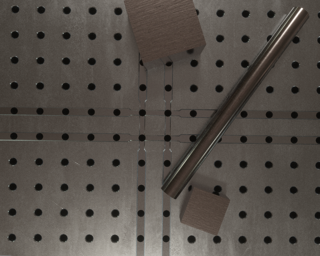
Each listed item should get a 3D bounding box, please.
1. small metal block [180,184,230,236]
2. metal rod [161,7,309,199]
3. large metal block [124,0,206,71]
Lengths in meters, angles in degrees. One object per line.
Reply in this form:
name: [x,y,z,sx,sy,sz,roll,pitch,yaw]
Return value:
small metal block: [0.059,0.108,0.414,0.050,0.025,0.050,20,90,-1]
metal rod: [0.100,-0.033,0.414,0.025,0.025,0.299,36,90,-1]
large metal block: [0.006,-0.128,0.401,0.080,0.050,0.080,-17,90,-1]
